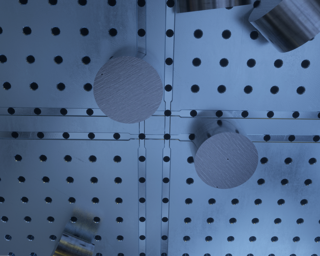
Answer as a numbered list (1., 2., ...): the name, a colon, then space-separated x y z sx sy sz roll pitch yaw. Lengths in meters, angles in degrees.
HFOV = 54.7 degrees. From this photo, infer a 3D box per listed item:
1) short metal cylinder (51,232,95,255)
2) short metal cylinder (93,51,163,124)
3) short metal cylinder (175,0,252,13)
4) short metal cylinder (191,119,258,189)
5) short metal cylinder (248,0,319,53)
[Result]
1. short metal cylinder: -0.138 0.201 0.456 0.050 0.080 0.080 27 108 -10
2. short metal cylinder: -0.037 -0.051 0.381 0.081 0.050 0.079 0 110 -1
3. short metal cylinder: 0.055 -0.153 0.329 0.080 0.080 0.050 -6 110 2
4. short metal cylinder: 0.084 0.034 0.414 0.081 0.050 0.079 0 110 -1
5. short metal cylinder: 0.145 -0.130 0.338 0.050 0.080 0.080 40 105 -14
